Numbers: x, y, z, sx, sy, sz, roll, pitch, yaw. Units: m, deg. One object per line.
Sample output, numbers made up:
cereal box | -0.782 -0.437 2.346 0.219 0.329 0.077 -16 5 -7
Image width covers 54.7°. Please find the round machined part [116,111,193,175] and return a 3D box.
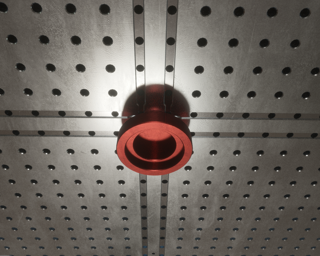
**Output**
round machined part | -0.007 0.016 0.414 0.099 0.042 0.097 -1 130 0
